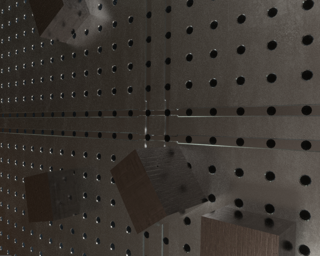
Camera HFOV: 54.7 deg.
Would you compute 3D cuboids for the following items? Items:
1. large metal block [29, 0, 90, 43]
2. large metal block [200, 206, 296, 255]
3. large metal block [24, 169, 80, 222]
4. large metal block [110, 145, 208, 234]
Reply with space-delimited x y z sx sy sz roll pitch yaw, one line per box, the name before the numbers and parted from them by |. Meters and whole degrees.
large metal block | -0.175 -0.209 0.534 0.080 0.050 0.080 -34 70 34
large metal block | 0.089 0.133 0.319 0.080 0.050 0.079 3 92 39
large metal block | -0.193 0.120 0.549 0.080 0.050 0.080 -16 80 38
large metal block | 0.000 0.070 0.372 0.050 0.081 0.080 -41 65 32
